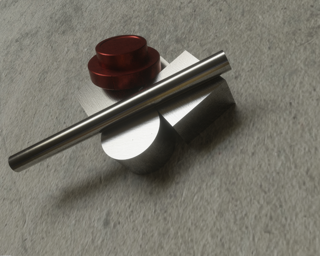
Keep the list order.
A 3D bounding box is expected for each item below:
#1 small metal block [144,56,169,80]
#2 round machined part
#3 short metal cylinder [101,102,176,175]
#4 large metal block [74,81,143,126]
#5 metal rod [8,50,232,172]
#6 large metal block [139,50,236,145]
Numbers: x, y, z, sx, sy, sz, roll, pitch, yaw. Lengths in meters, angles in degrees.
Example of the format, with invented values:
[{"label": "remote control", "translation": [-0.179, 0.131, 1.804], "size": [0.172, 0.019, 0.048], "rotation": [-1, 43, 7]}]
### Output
[{"label": "small metal block", "translation": [-0.001, -0.068, 0.445], "size": [0.050, 0.025, 0.050], "rotation": [-40, 51, 0]}, {"label": "round machined part", "translation": [-0.049, -0.094, 0.420], "size": [0.099, 0.042, 0.098], "rotation": [-4, 37, 3]}, {"label": "short metal cylinder", "translation": [-0.027, 0.013, 0.393], "size": [0.080, 0.050, 0.080], "rotation": [-13, 56, 20]}, {"label": "large metal block", "translation": [-0.063, -0.039, 0.443], "size": [0.080, 0.050, 0.080], "rotation": [-41, 51, 0]}, {"label": "metal rod", "translation": [-0.058, -0.015, 0.379], "size": [0.301, 0.025, 0.025], "rotation": [-25, 53, 12]}, {"label": "large metal block", "translation": [0.034, -0.040, 0.395], "size": [0.080, 0.050, 0.080], "rotation": [-41, 51, 0]}]
